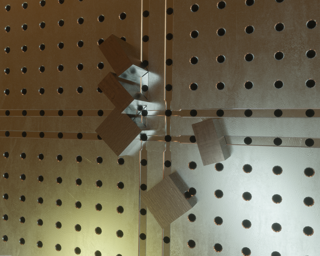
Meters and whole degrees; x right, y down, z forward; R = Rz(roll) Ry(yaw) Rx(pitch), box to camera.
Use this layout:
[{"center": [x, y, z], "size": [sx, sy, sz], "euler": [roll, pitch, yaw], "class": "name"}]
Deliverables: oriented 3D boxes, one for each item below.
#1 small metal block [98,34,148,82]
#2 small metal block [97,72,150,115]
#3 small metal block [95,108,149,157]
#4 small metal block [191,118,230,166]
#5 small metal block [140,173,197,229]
[{"center": [-0.048, -0.092, 0.415], "size": [0.025, 0.050, 0.050], "euler": [-37, 79, 16], "class": "small metal block"}, {"center": [-0.048, -0.045, 0.415], "size": [0.025, 0.050, 0.050], "euler": [-45, 77, 14], "class": "small metal block"}, {"center": [-0.053, 0.004, 0.430], "size": [0.050, 0.025, 0.050], "euler": [46, 104, 14], "class": "small metal block"}, {"center": [0.063, 0.016, 0.377], "size": [0.025, 0.050, 0.050], "euler": [-18, 84, 19], "class": "small metal block"}, {"center": [0.011, 0.095, 0.408], "size": [0.050, 0.025, 0.050], "euler": [-40, 78, 15], "class": "small metal block"}]
